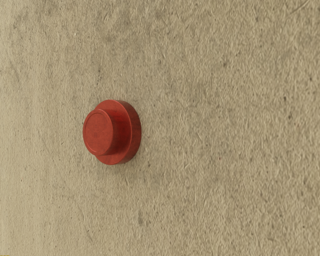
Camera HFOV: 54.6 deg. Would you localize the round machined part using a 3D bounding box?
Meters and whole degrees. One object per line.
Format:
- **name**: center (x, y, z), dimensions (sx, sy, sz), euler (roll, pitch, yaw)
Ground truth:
- **round machined part**: center (-0.077, 0.006, 0.459), dimensions (0.098, 0.042, 0.097), euler (0, 90, 40)
